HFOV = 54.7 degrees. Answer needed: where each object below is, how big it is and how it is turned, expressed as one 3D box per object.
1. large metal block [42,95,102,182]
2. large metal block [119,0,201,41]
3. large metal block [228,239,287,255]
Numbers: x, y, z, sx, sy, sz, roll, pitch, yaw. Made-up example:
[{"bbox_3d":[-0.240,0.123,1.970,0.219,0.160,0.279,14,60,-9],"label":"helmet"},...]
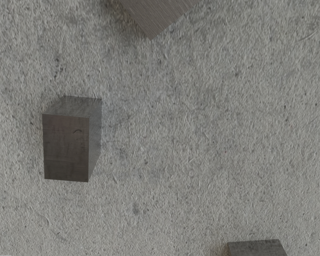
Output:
[{"bbox_3d":[-0.105,0.010,0.383,0.050,0.080,0.079,5,110,-2],"label":"large metal block"},{"bbox_3d":[-0.003,-0.155,0.339,0.080,0.050,0.080,-36,106,12],"label":"large metal block"},{"bbox_3d":[0.151,0.224,0.480,0.080,0.050,0.079,-4,110,1],"label":"large metal block"}]
